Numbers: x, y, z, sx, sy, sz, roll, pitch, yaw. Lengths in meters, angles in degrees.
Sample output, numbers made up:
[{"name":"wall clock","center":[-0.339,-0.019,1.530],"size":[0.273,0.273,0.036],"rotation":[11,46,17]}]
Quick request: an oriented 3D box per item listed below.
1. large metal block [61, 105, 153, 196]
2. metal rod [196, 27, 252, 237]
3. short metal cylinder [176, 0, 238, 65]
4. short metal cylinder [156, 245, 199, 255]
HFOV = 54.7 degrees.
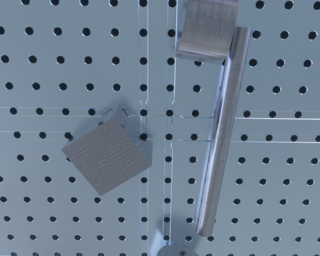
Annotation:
[{"name":"large metal block","center":[-0.066,0.029,0.410],"size":[0.080,0.050,0.080],"rotation":[-32,107,11]},{"name":"metal rod","center":[0.082,0.019,0.420],"size":[0.025,0.025,0.298],"rotation":[5,110,-2]},{"name":"short metal cylinder","center":[0.049,-0.114,0.342],"size":[0.050,0.080,0.079],"rotation":[8,110,-3]},{"name":"short metal cylinder","center":[0.026,0.225,0.467],"size":[0.080,0.080,0.050],"rotation":[15,110,-6]}]
